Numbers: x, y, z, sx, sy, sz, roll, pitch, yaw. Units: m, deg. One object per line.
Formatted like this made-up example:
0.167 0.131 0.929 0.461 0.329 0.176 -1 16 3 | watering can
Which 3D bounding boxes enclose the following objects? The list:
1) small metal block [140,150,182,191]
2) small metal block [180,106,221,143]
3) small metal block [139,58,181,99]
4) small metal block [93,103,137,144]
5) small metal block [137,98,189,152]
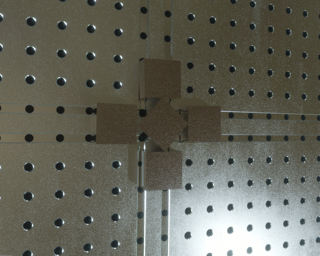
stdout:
0.002 0.056 0.414 0.050 0.025 0.050 0 90 -21 | small metal block
0.057 -0.006 0.435 0.050 0.025 0.050 0 90 -21 | small metal block
0.000 -0.064 0.413 0.050 0.025 0.050 -1 90 -21 | small metal block
-0.057 -0.005 0.392 0.050 0.025 0.050 1 90 -21 | small metal block
0.001 -0.004 0.413 0.050 0.025 0.050 44 76 -15 | small metal block
